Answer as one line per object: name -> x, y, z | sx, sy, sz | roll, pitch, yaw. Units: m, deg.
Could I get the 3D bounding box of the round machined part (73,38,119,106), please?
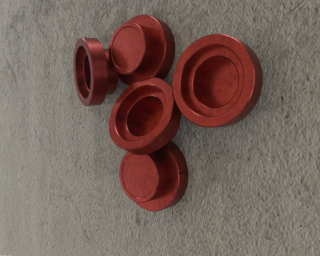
round machined part -> -0.093, -0.082, 0.456 | 0.098, 0.042, 0.097 | 22, 116, 57

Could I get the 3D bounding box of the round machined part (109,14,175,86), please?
round machined part -> -0.031, -0.104, 0.418 | 0.098, 0.042, 0.097 | 0, 90, 39

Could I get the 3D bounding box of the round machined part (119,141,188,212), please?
round machined part -> -0.015, 0.060, 0.405 | 0.098, 0.042, 0.097 | 0, 90, 39

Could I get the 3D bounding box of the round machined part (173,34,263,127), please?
round machined part -> 0.065, -0.049, 0.340 | 0.098, 0.042, 0.097 | 0, 90, 39

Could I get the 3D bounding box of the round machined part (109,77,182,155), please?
round machined part -> -0.014, -0.012, 0.391 | 0.098, 0.042, 0.098 | -17, 58, 29
